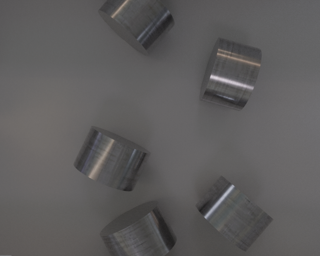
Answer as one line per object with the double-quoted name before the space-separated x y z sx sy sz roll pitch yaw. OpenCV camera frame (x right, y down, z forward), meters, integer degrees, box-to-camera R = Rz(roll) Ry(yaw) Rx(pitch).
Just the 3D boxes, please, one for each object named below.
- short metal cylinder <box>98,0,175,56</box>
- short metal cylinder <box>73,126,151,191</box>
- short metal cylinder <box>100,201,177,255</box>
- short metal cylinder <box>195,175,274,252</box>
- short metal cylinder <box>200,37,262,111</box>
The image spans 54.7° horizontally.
"short metal cylinder" -0.029 -0.135 0.383 0.080 0.080 0.050 40 90 0
"short metal cylinder" -0.058 0.037 0.383 0.080 0.080 0.050 25 90 0
"short metal cylinder" -0.026 0.133 0.384 0.080 0.080 0.050 -27 90 0
"short metal cylinder" 0.091 0.104 0.384 0.080 0.080 0.050 41 90 0
"short metal cylinder" 0.085 -0.066 0.384 0.050 0.080 0.080 16 90 0
